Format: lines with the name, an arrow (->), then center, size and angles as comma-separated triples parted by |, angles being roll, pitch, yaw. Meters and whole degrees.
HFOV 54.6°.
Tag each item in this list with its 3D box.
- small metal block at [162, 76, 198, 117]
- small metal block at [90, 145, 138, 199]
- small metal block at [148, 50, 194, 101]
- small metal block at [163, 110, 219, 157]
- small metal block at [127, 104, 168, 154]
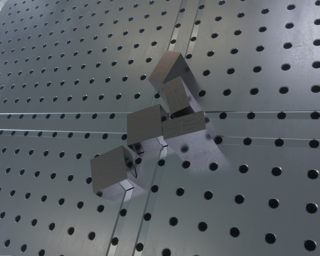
small metal block -> 0.030, -0.029, 0.395 | 0.025, 0.050, 0.050 | -24, 53, 14
small metal block -> -0.061, 0.058, 0.406 | 0.050, 0.025, 0.050 | -25, 53, 13
small metal block -> 0.016, -0.070, 0.428 | 0.025, 0.050, 0.050 | 19, 72, 35
small metal block -> 0.037, 0.009, 0.368 | 0.050, 0.050, 0.025 | -15, 56, 20
small metal block -> -0.016, 0.001, 0.417 | 0.050, 0.025, 0.050 | -17, 55, 18
